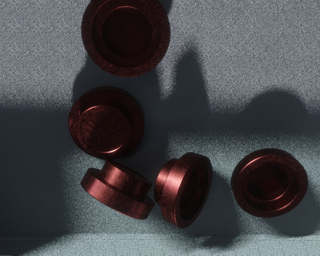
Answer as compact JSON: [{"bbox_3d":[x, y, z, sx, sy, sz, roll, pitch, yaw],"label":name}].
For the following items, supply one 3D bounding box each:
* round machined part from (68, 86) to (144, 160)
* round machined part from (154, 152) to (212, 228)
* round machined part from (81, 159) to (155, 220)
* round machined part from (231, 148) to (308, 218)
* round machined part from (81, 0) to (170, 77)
[{"bbox_3d":[-0.070,-0.002,0.401,0.099,0.042,0.097,0,110,-1],"label":"round machined part"},{"bbox_3d":[0.029,0.078,0.412,0.042,0.099,0.097,16,114,32],"label":"round machined part"},{"bbox_3d":[-0.049,0.075,0.403,0.098,0.098,0.042,30,86,-11],"label":"round machined part"},{"bbox_3d":[0.148,0.072,0.431,0.099,0.042,0.097,0,110,-1],"label":"round machined part"},{"bbox_3d":[-0.038,-0.112,0.361,0.099,0.042,0.097,0,110,-1],"label":"round machined part"}]
